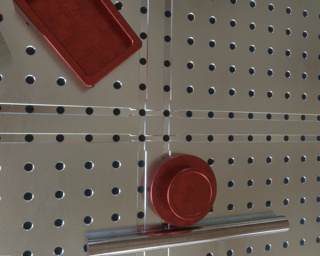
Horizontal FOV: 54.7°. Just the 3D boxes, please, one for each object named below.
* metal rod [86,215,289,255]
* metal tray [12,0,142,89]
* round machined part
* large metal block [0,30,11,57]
[{"bbox_3d":[0.053,0.149,0.433,0.303,0.025,0.025,0,90,-21],"label":"metal rod"},{"bbox_3d":[-0.096,-0.124,0.374,0.090,0.030,0.130,-43,104,-15],"label":"metal tray"},{"bbox_3d":[0.034,0.085,0.418,0.099,0.042,0.097,0,90,-21],"label":"round machined part"},{"bbox_3d":[-0.215,-0.106,0.320,0.081,0.050,0.080,-26,99,-19],"label":"large metal block"}]
